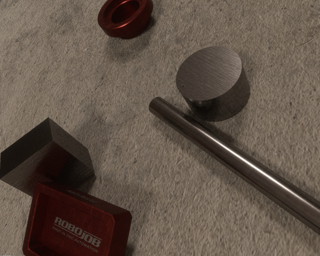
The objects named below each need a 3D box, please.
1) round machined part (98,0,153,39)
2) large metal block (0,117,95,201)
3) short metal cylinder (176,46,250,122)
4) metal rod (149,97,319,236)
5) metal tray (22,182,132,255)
[{"bbox_3d":[-0.056,-0.194,0.540,0.098,0.042,0.098,-13,56,20],"label":"round machined part"},{"bbox_3d":[-0.149,0.046,0.412,0.080,0.080,0.050,-36,43,4],"label":"large metal block"},{"bbox_3d":[0.067,-0.054,0.386,0.080,0.050,0.080,-13,56,20],"label":"short metal cylinder"},{"bbox_3d":[0.089,0.040,0.332,0.025,0.025,0.300,-48,52,-6],"label":"metal rod"},{"bbox_3d":[-0.099,0.122,0.354,0.130,0.030,0.089,12,91,32],"label":"metal tray"}]
